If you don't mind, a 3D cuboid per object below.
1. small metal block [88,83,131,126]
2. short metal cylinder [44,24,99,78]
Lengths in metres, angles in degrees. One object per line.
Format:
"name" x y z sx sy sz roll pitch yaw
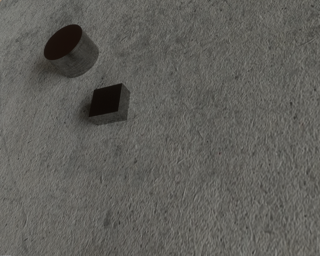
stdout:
"small metal block" -0.075 -0.035 0.463 0.050 0.025 0.050 -10 58 22
"short metal cylinder" -0.157 -0.137 0.552 0.080 0.050 0.080 -13 56 20
